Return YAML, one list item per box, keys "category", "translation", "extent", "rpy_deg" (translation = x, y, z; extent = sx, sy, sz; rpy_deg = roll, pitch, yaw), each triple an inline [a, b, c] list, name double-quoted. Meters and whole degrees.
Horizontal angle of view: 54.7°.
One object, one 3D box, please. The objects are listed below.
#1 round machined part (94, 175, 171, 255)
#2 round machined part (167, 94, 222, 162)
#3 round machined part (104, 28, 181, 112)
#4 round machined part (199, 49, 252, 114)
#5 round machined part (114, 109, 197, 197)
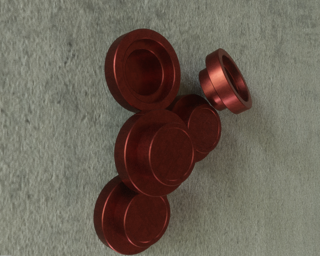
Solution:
- category: "round machined part"
  translation: [-0.026, 0.104, 0.374]
  extent: [0.099, 0.042, 0.097]
  rpy_deg: [0, 90, -40]
- category: "round machined part"
  translation: [0.049, 0.001, 0.437]
  extent: [0.099, 0.042, 0.097]
  rpy_deg: [0, 90, -40]
- category: "round machined part"
  translation: [-0.024, -0.066, 0.375]
  extent: [0.099, 0.042, 0.097]
  rpy_deg: [0, 90, -40]
- category: "round machined part"
  translation: [0.093, -0.064, 0.456]
  extent: [0.098, 0.042, 0.098]
  rpy_deg: [39, 37, -37]
- category: "round machined part"
  translation: [0.002, 0.027, 0.343]
  extent: [0.099, 0.042, 0.097]
  rpy_deg: [0, 90, -40]
